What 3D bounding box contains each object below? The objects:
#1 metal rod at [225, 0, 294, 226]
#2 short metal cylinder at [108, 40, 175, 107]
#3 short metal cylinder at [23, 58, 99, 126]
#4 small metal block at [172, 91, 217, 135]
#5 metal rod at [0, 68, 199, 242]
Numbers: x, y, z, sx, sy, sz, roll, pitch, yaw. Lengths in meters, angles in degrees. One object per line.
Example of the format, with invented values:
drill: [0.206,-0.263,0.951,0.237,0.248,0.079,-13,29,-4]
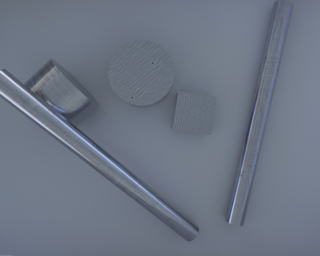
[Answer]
metal rod: [0.132,-0.019,0.413,0.025,0.025,0.298,13,90,-1]
short metal cylinder: [-0.023,-0.067,0.399,0.081,0.050,0.079,0,90,-1]
short metal cylinder: [-0.122,-0.039,0.382,0.050,0.080,0.080,-44,91,0]
small metal block: [0.045,-0.019,0.412,0.050,0.025,0.050,9,90,-1]
metal rod: [-0.061,0.045,0.363,0.300,0.025,0.025,43,90,-20]
